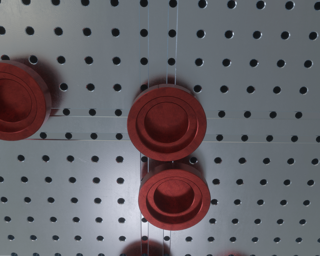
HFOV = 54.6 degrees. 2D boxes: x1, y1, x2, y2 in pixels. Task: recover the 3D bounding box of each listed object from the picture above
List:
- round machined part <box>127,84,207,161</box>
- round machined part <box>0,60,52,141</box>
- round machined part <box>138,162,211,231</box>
[{"bbox_3d":[0.009,-0.010,0.401,0.099,0.042,0.097,0,110,0],"label":"round machined part"},{"bbox_3d":[-0.186,-0.036,0.390,0.099,0.042,0.097,0,110,0],"label":"round machined part"},{"bbox_3d":[0.020,0.092,0.438,0.099,0.042,0.097,0,110,0],"label":"round machined part"}]
